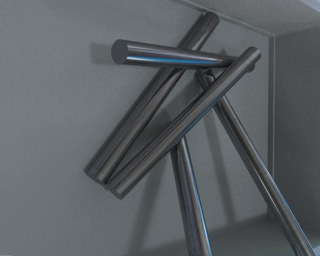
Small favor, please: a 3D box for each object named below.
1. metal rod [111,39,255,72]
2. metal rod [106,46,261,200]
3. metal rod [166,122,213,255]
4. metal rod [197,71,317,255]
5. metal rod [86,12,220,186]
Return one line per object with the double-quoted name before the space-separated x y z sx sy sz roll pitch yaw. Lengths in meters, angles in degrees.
"metal rod" 0.057 -0.092 0.424 0.302 0.025 0.025 -9 96 -49
"metal rod" 0.047 -0.022 0.410 0.301 0.025 0.025 -43 117 -26
"metal rod" 0.040 0.116 0.340 0.025 0.025 0.299 25 42 -38
"metal rod" 0.135 0.050 0.446 0.025 0.025 0.299 -21 80 -38
"metal rod" 0.004 -0.055 0.411 0.025 0.025 0.301 49 61 -29
